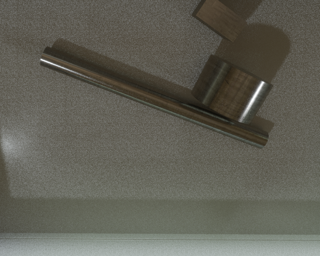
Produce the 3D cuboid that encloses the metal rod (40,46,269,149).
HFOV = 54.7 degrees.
[{"bbox_3d":[0.000,-0.035,0.398,0.302,0.025,0.025,20,109,-8],"label":"metal rod"}]

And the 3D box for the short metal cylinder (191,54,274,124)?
[{"bbox_3d":[0.084,-0.047,0.366,0.080,0.080,0.050,24,108,-9],"label":"short metal cylinder"}]

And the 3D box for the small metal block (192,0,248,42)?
[{"bbox_3d":[0.066,-0.125,0.353,0.050,0.050,0.025,32,107,-12],"label":"small metal block"}]
